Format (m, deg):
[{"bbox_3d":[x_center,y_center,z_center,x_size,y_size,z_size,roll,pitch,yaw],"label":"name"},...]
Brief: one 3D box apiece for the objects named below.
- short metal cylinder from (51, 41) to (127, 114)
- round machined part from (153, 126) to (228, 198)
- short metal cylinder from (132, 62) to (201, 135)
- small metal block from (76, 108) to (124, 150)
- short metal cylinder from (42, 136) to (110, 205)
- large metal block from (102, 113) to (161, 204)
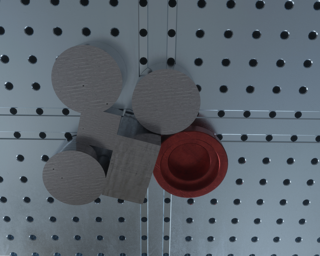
[{"bbox_3d":[-0.083,-0.062,0.376,0.081,0.050,0.079,0,110,0],"label":"short metal cylinder"},{"bbox_3d":[0.039,0.042,0.420,0.099,0.042,0.097,0,110,0],"label":"round machined part"},{"bbox_3d":[0.007,-0.038,0.386,0.081,0.050,0.079,0,110,0],"label":"short metal cylinder"},{"bbox_3d":[-0.080,-0.003,0.411,0.050,0.025,0.050,14,110,-5],"label":"small metal block"},{"bbox_3d":[-0.110,0.056,0.419,0.081,0.050,0.079,0,110,0],"label":"short metal cylinder"},{"bbox_3d":[-0.034,0.036,0.394,0.050,0.080,0.079,15,109,-6],"label":"large metal block"}]
